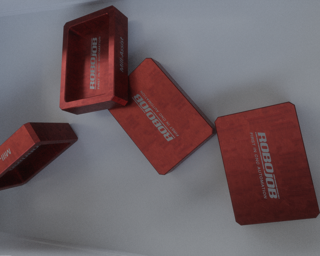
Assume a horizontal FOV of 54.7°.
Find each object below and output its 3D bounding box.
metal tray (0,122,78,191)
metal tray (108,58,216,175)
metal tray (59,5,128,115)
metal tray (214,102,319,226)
[{"bbox_3d":[-0.193,0.042,0.442,0.130,0.090,0.030,-38,78,16],"label":"metal tray"},{"bbox_3d":[-0.001,-0.016,0.408,0.090,0.030,0.130,-43,77,14],"label":"metal tray"},{"bbox_3d":[-0.089,-0.089,0.417,0.090,0.030,0.129,-8,75,27],"label":"metal tray"},{"bbox_3d":[0.123,0.042,0.364,0.090,0.030,0.129,-13,86,19],"label":"metal tray"}]
